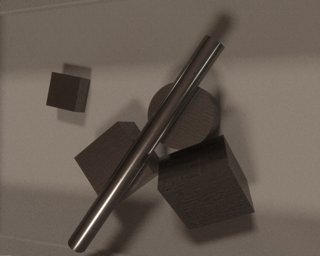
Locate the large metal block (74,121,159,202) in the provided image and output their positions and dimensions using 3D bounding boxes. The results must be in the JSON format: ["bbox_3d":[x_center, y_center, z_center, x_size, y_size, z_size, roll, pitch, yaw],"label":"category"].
[{"bbox_3d":[-0.052,0.047,0.415,0.080,0.050,0.080,-39,78,15],"label":"large metal block"}]

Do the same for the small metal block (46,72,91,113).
[{"bbox_3d":[-0.135,-0.052,0.457,0.050,0.025,0.050,13,94,19],"label":"small metal block"}]

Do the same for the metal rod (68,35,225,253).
[{"bbox_3d":[-0.023,0.027,0.364,0.025,0.025,0.299,37,101,16],"label":"metal rod"}]

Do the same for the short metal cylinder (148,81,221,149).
[{"bbox_3d":[0.031,-0.015,0.386,0.080,0.050,0.079,0,90,19],"label":"short metal cylinder"}]

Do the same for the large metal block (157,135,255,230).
[{"bbox_3d":[0.053,0.065,0.357,0.080,0.050,0.080,-22,123,18],"label":"large metal block"}]
